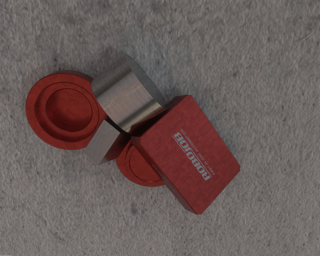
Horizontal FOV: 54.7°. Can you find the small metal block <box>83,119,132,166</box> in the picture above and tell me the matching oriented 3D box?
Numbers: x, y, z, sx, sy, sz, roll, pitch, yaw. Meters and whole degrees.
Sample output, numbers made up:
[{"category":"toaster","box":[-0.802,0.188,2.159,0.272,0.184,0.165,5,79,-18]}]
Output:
[{"category":"small metal block","box":[-0.060,0.015,0.383,0.025,0.050,0.050,39,107,12]}]

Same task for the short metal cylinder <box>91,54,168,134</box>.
[{"category":"short metal cylinder","box":[-0.035,-0.040,0.367,0.050,0.080,0.080,-36,107,12]}]

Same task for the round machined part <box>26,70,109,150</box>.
[{"category":"round machined part","box":[-0.112,-0.025,0.391,0.099,0.042,0.097,0,110,-1]}]

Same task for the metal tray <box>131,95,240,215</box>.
[{"category":"metal tray","box":[0.036,0.034,0.398,0.090,0.030,0.130,-43,108,-19]}]

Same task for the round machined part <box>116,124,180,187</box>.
[{"category":"round machined part","box":[-0.011,0.037,0.415,0.099,0.042,0.097,0,110,-1]}]
